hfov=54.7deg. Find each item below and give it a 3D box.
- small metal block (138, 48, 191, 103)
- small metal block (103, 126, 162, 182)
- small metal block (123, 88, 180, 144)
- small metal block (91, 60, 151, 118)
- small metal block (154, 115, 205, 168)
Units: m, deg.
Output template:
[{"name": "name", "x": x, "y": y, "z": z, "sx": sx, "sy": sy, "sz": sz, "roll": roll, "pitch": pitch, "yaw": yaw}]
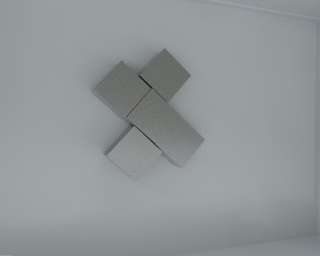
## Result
[{"name": "small metal block", "x": 0.004, "y": -0.067, "z": 0.409, "sx": 0.050, "sy": 0.025, "sz": 0.050, "roll": 43, "pitch": 75, "yaw": -15}, {"name": "small metal block", "x": -0.035, "y": 0.032, "z": 0.396, "sx": 0.050, "sy": 0.025, "sz": 0.050, "roll": 45, "pitch": 77, "yaw": -15}, {"name": "small metal block", "x": -0.012, "y": -0.015, "z": 0.403, "sx": 0.050, "sy": 0.025, "sz": 0.050, "roll": 43, "pitch": 76, "yaw": -15}, {"name": "small metal block", "x": -0.049, "y": -0.048, "z": 0.390, "sx": 0.050, "sy": 0.025, "sz": 0.050, "roll": 43, "pitch": 76, "yaw": -15}, {"name": "small metal block", "x": 0.023, "y": 0.018, "z": 0.416, "sx": 0.050, "sy": 0.025, "sz": 0.050, "roll": 43, "pitch": 76, "yaw": -15}]
